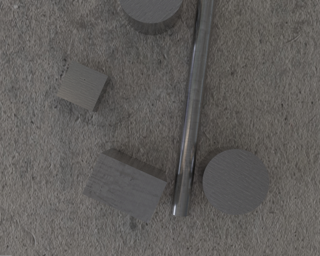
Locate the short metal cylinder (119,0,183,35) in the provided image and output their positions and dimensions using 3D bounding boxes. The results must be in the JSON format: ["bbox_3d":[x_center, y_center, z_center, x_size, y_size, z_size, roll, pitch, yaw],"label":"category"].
[{"bbox_3d":[-0.011,-0.166,0.397,0.081,0.050,0.079,0,90,0],"label":"short metal cylinder"}]

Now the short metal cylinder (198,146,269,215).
[{"bbox_3d":[0.092,0.065,0.398,0.081,0.050,0.079,0,90,0],"label":"short metal cylinder"}]

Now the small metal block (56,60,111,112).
[{"bbox_3d":[-0.100,-0.054,0.409,0.050,0.025,0.050,24,90,0],"label":"small metal block"}]

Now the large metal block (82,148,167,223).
[{"bbox_3d":[-0.039,0.066,0.382,0.080,0.080,0.050,24,90,0],"label":"large metal block"}]

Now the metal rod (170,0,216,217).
[{"bbox_3d":[0.045,-0.035,0.410,0.025,0.025,0.298,7,90,0],"label":"metal rod"}]
